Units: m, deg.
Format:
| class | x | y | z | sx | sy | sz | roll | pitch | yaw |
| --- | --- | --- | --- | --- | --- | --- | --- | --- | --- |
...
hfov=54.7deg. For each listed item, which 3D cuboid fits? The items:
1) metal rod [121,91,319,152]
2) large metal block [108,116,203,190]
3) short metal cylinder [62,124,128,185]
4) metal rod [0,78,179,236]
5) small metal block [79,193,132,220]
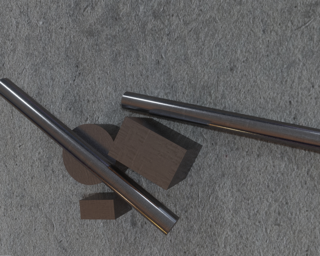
| class | x | y | z | sx | sy | sz | roll | pitch | yaw |
| --- | --- | --- | --- | --- | --- | --- | --- | --- | --- |
| metal rod | 0.092 | -0.006 | 0.376 | 0.301 | 0.025 | 0.025 | 13 | 94 | 19 |
| large metal block | -0.002 | 0.027 | 0.380 | 0.080 | 0.080 | 0.050 | 29 | 99 | 17 |
| short metal cylinder | -0.084 | 0.034 | 0.424 | 0.080 | 0.050 | 0.079 | 0 | 90 | 19 |
| metal rod | -0.102 | 0.026 | 0.390 | 0.300 | 0.025 | 0.025 | 36 | 101 | 16 |
| small metal block | -0.073 | 0.105 | 0.420 | 0.050 | 0.050 | 0.025 | -6 | 88 | 19 |
